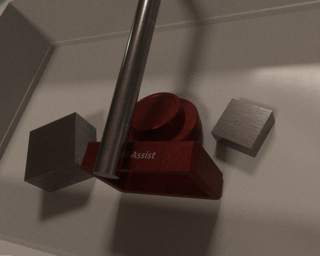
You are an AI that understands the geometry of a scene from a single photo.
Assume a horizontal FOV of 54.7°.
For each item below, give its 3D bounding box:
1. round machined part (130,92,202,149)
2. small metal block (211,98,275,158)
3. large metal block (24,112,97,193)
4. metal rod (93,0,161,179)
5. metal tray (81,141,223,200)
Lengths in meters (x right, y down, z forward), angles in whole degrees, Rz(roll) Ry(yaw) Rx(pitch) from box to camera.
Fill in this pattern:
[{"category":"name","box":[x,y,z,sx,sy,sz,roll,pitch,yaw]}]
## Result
[{"category":"round machined part","box":[-0.001,-0.007,0.382,0.098,0.042,0.098,-14,40,12]},{"category":"small metal block","box":[0.096,-0.001,0.356,0.050,0.025,0.050,24,74,36]},{"category":"large metal block","box":[-0.138,0.035,0.438,0.080,0.050,0.080,-21,54,15]},{"category":"metal rod","box":[-0.023,-0.094,0.339,0.025,0.025,0.299,0,67,28]},{"category":"metal tray","box":[-0.007,0.047,0.337,0.130,0.090,0.030,-2,62,27]}]
